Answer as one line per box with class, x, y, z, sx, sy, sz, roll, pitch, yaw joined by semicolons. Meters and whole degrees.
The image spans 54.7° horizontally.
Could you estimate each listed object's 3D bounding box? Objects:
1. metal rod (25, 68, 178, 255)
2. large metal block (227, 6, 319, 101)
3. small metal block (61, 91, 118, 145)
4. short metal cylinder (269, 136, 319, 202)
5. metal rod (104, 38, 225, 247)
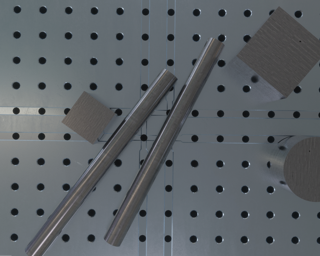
metal rod;-0.077;0.047;0.412;0.025;0.025;0.300;37;90;0
large metal block;0.150;-0.093;0.402;0.080;0.050;0.080;40;90;0
small metal block;-0.092;-0.013;0.412;0.050;0.025;0.050;36;90;0
short metal cylinder;0.191;0.050;0.402;0.081;0.050;0.079;0;90;0
metal rod;0.006;0.018;0.413;0.025;0.025;0.299;28;90;0
